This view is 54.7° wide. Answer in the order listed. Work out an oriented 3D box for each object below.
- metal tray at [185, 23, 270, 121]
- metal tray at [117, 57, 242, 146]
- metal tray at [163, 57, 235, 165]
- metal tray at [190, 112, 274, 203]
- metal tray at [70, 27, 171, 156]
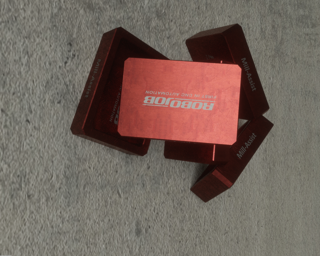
[{"bbox_3d":[0.095,-0.076,0.443,0.030,0.090,0.129,-35,112,-19],"label":"metal tray"},{"bbox_3d":[0.022,-0.029,0.353,0.131,0.030,0.089,5,86,4],"label":"metal tray"},{"bbox_3d":[0.050,-0.020,0.408,0.030,0.090,0.129,8,85,-40],"label":"metal tray"},{"bbox_3d":[0.105,0.043,0.454,0.030,0.090,0.131,41,60,6],"label":"metal tray"},{"bbox_3d":[-0.041,-0.040,0.370,0.090,0.030,0.130,25,74,-37],"label":"metal tray"}]
